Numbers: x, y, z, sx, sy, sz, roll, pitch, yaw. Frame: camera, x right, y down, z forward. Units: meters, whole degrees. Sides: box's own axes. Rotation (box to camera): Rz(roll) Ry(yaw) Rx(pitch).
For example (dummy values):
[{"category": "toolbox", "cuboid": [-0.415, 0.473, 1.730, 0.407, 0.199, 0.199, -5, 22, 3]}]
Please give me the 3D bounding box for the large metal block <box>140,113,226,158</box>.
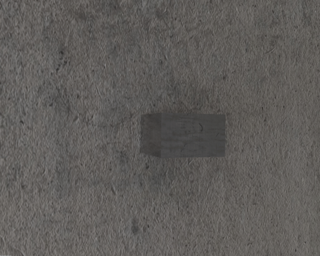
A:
[{"category": "large metal block", "cuboid": [0.025, 0.008, 0.389, 0.081, 0.080, 0.050, 1, 90, -20]}]
